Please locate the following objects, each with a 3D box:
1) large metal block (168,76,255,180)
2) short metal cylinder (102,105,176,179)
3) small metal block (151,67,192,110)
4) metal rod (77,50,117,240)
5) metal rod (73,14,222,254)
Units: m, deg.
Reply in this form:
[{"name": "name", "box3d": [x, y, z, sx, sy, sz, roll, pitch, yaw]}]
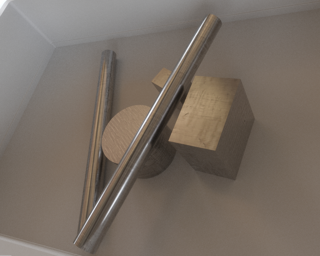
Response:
[{"name": "large metal block", "box3d": [0.061, 0.001, 0.337, 0.050, 0.080, 0.080, 10, 67, 32]}, {"name": "short metal cylinder", "box3d": [-0.025, 0.018, 0.391, 0.080, 0.050, 0.080, -13, 56, 20]}, {"name": "small metal block", "box3d": [0.023, -0.046, 0.405, 0.050, 0.050, 0.025, 35, 82, 38]}, {"name": "metal rod", "box3d": [-0.086, 0.004, 0.446, 0.025, 0.025, 0.299, -13, 56, 21]}, {"name": "metal rod", "box3d": [-0.005, -0.007, 0.347, 0.025, 0.025, 0.300, 18, 71, 34]}]
